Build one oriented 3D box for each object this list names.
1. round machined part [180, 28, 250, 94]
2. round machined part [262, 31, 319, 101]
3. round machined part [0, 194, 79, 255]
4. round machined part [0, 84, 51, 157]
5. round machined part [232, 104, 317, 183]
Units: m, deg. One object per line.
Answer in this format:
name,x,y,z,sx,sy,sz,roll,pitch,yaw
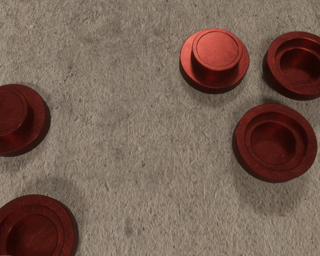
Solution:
round machined part,0.077,-0.100,0.437,0.099,0.042,0.098,0,70,-1
round machined part,0.192,-0.082,0.431,0.099,0.042,0.098,0,70,-1
round machined part,-0.141,0.127,0.351,0.099,0.042,0.098,0,70,-1
round machined part,-0.198,-0.015,0.402,0.099,0.042,0.098,0,70,-1
round machined part,0.140,0.022,0.393,0.099,0.042,0.098,0,70,-1
